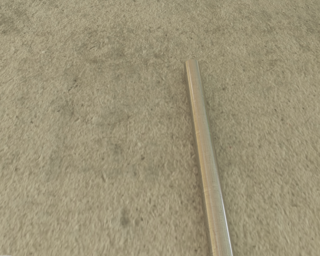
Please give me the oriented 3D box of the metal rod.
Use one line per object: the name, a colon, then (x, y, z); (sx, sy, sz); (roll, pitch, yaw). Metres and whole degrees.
metal rod: (0.055, 0.017, 0.389); (0.025, 0.025, 0.300); (-1, 50, -2)
